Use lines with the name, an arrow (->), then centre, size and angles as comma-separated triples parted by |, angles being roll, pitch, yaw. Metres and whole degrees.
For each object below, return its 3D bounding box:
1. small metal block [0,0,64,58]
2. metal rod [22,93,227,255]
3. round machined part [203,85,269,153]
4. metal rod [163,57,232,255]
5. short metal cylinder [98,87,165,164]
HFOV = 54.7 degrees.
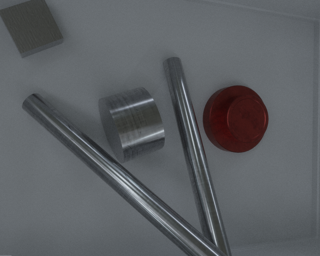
small metal block -> -0.147, -0.115, 0.356 | 0.050, 0.025, 0.050 | -28, 100, -18
metal rod -> -0.034, 0.061, 0.327 | 0.300, 0.025, 0.025 | 39, 76, 12
round machined part -> 0.115, -0.013, 0.446 | 0.099, 0.042, 0.097 | 0, 90, -21
metal rod -> 0.045, 0.047, 0.365 | 0.025, 0.025, 0.299 | -3, 67, -20
short metal cylinder -> -0.035, -0.004, 0.369 | 0.050, 0.080, 0.080 | -19, 97, -19
